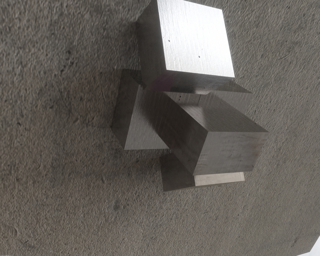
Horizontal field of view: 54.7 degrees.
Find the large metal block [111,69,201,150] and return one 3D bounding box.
[{"bbox_3d":[-0.007,-0.022,0.374,0.081,0.050,0.079,1,118,-29],"label":"large metal block"}]

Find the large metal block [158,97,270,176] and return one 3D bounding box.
[{"bbox_3d":[0.056,0.007,0.345,0.081,0.080,0.050,1,118,-29],"label":"large metal block"}]

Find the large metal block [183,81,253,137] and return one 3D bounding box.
[{"bbox_3d":[0.065,-0.022,0.414,0.081,0.050,0.079,1,118,-29],"label":"large metal block"}]

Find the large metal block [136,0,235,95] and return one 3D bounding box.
[{"bbox_3d":[0.025,-0.084,0.328,0.081,0.050,0.080,1,74,-29],"label":"large metal block"}]

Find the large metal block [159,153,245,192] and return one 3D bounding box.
[{"bbox_3d":[0.056,0.057,0.432,0.081,0.080,0.050,0,75,-29],"label":"large metal block"}]
